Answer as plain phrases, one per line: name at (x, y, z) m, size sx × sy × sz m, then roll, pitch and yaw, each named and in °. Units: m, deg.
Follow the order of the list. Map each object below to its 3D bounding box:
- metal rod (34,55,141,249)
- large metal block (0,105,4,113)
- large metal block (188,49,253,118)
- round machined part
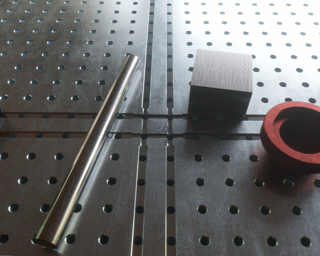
metal rod at (-0.079, 0.004, 0.403) m, size 0.025 × 0.025 × 0.300 m, roll 11°, pitch 51°, yaw 9°
large metal block at (-0.279, -0.030, 0.414) m, size 0.080 × 0.050 × 0.080 m, roll 25°, pitch 54°, yaw 19°
large metal block at (0.087, -0.065, 0.447) m, size 0.080 × 0.050 × 0.080 m, roll 8°, pitch 50°, yaw 6°
round machined part at (0.174, 0.016, 0.385) m, size 0.099 × 0.042 × 0.098 m, roll 0°, pitch 50°, yaw 0°
